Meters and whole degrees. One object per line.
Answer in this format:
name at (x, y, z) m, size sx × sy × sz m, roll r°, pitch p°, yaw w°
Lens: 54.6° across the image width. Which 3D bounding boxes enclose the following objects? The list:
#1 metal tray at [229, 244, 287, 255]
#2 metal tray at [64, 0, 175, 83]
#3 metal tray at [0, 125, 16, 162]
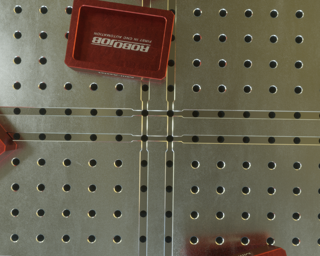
metal tray at (0.104, 0.209, 0.389) m, size 0.131 × 0.030 × 0.090 m, roll -10°, pitch 80°, yaw -14°
metal tray at (-0.051, -0.114, 0.410) m, size 0.131 × 0.030 × 0.090 m, roll 8°, pitch 90°, yaw 0°
metal tray at (-0.270, 0.004, 0.409) m, size 0.090 × 0.030 × 0.130 m, roll -39°, pitch 90°, yaw 0°
